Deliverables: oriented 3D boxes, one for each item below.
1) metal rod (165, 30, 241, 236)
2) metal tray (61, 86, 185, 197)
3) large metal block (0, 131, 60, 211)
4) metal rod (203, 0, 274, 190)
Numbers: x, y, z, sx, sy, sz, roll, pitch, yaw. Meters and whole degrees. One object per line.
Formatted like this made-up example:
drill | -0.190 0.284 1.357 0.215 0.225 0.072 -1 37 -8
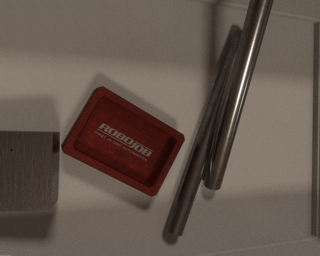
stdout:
metal rod | 0.069 0.002 0.437 0.025 0.025 0.299 23 82 -19
metal tray | -0.044 0.018 0.392 0.131 0.030 0.090 31 80 -18
large metal block | -0.154 0.043 0.333 0.081 0.050 0.079 2 90 -10
metal rod | 0.098 -0.054 0.384 0.025 0.025 0.298 1 115 -20
